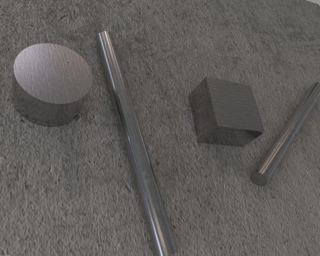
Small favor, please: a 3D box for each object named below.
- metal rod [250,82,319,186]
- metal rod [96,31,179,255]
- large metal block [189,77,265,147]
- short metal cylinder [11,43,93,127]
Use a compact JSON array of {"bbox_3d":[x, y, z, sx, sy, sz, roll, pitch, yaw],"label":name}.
[{"bbox_3d":[0.228,-0.004,0.529,0.025,0.025,0.302,46,51,4],"label":"metal rod"},{"bbox_3d":[-0.036,0.003,0.382,0.025,0.025,0.299,-4,64,-30],"label":"metal rod"},{"bbox_3d":[0.095,-0.022,0.452,0.081,0.050,0.080,7,59,-25],"label":"large metal block"},{"bbox_3d":[-0.123,-0.048,0.351,0.081,0.050,0.080,14,56,-21],"label":"short metal cylinder"}]
